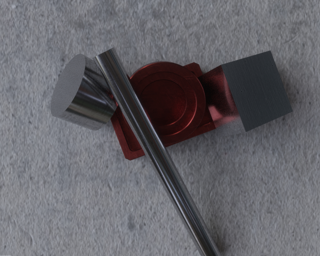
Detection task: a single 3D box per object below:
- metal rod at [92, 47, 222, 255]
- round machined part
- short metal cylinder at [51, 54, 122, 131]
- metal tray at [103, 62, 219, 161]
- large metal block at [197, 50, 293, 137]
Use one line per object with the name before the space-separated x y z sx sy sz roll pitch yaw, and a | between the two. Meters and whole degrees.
metal rod | 0.006 0.048 0.367 0.025 0.025 0.299 -27 107 0
round machined part | 0.003 -0.032 0.379 0.099 0.042 0.097 -1 105 -5
short metal cylinder | -0.090 -0.042 0.376 0.050 0.080 0.080 24 90 -36
metal tray | 0.003 -0.021 0.409 0.131 0.030 0.090 -21 90 -1
large metal block | 0.105 -0.042 0.383 0.081 0.050 0.080 -20 90 -26
